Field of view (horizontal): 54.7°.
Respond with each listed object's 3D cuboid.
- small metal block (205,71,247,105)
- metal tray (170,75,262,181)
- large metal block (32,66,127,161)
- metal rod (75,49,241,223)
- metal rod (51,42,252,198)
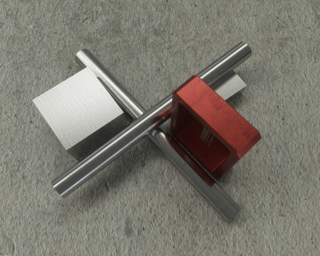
[{"bbox_3d":[0.083,-0.059,0.432,0.050,0.025,0.050,-34,74,-12],"label":"small metal block"},{"bbox_3d":[0.054,0.007,0.351,0.030,0.130,0.090,-41,75,-13],"label":"metal tray"},{"bbox_3d":[-0.100,-0.018,0.400,0.080,0.050,0.080,-35,74,-12],"label":"large metal block"},{"bbox_3d":[-0.012,0.000,0.409,0.025,0.025,0.300,-40,75,-13],"label":"metal rod"},{"bbox_3d":[-0.001,-0.018,0.389,0.301,0.025,0.025,-37,75,-13],"label":"metal rod"}]
